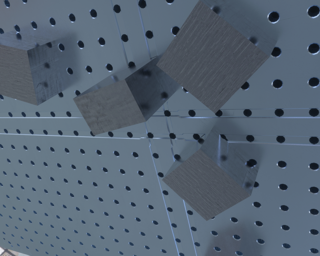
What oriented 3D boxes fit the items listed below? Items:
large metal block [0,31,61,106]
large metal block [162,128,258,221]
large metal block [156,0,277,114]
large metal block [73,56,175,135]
[{"bbox_3d":[-0.196,-0.087,0.446,0.080,0.050,0.079,16,125,19],"label":"large metal block"},{"bbox_3d":[0.064,0.061,0.399,0.080,0.050,0.080,43,129,-2],"label":"large metal block"},{"bbox_3d":[0.057,-0.076,0.318,0.080,0.050,0.080,40,129,1],"label":"large metal block"},{"bbox_3d":[-0.041,-0.039,0.373,0.080,0.080,0.050,-14,111,34],"label":"large metal block"}]
